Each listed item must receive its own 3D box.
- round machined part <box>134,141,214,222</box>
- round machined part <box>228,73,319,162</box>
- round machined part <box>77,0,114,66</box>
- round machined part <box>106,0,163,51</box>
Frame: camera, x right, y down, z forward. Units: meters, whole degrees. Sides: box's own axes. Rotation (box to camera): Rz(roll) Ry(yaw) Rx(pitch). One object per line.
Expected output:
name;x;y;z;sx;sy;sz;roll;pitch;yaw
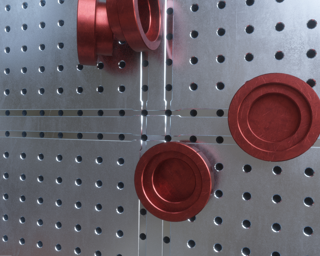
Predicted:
round machined part;0.021;0.065;0.396;0.098;0.042;0.097;0;90;19
round machined part;0.131;-0.012;0.357;0.098;0.042;0.097;0;90;19
round machined part;-0.082;-0.131;0.409;0.042;0.098;0.097;2;91;-9
round machined part;-0.032;-0.144;0.384;0.042;0.098;0.097;0;90;19
